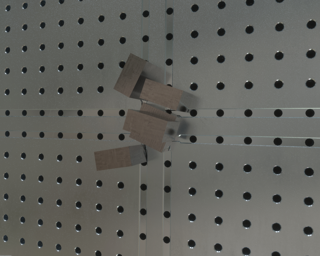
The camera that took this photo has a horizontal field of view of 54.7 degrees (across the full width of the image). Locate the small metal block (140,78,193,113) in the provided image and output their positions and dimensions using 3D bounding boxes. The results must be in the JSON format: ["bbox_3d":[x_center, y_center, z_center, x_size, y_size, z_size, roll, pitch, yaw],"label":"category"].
[{"bbox_3d":[0.010,-0.041,0.395,0.050,0.050,0.025,21,97,18],"label":"small metal block"}]

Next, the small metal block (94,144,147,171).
[{"bbox_3d":[-0.052,0.039,0.417,0.050,0.050,0.025,-10,87,19],"label":"small metal block"}]

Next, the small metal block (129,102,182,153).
[{"bbox_3d":[-0.006,-0.001,0.414,0.050,0.025,0.050,25,98,18],"label":"small metal block"}]

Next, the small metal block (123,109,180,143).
[{"bbox_3d":[-0.009,-0.003,0.375,0.050,0.050,0.025,18,96,18],"label":"small metal block"}]

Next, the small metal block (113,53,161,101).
[{"bbox_3d":[-0.029,-0.066,0.409,0.025,0.050,0.050,30,100,17],"label":"small metal block"}]
